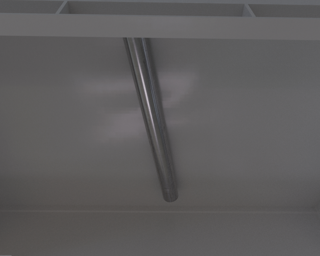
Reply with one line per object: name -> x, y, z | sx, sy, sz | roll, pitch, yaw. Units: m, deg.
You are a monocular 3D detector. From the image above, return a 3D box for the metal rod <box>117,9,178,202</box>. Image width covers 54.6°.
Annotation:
metal rod -> -0.007, -0.002, 0.406 | 0.025, 0.025, 0.299 | -7, 130, 6
